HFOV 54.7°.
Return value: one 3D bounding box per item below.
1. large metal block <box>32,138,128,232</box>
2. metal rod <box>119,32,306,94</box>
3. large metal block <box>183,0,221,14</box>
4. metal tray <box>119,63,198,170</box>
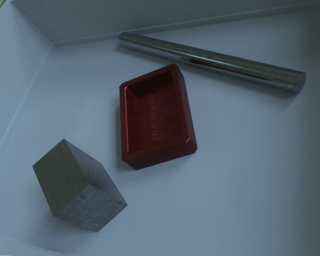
[{"bbox_3d":[-0.096,0.070,0.376,0.050,0.080,0.080,-42,51,-1],"label":"large metal block"},{"bbox_3d":[0.050,-0.101,0.440,0.300,0.025,0.025,24,75,36],"label":"metal rod"},{"bbox_3d":[0.073,-0.245,0.503,0.080,0.050,0.080,-41,51,0],"label":"large metal block"},{"bbox_3d":[-0.006,-0.017,0.415,0.090,0.030,0.130,-18,55,17],"label":"metal tray"}]
